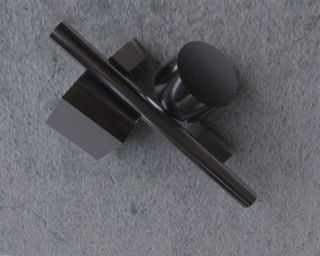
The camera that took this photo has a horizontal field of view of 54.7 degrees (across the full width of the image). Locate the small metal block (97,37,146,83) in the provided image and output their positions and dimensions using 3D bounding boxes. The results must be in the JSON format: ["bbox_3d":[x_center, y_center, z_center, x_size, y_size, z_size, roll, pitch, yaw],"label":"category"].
[{"bbox_3d":[-0.044,-0.080,0.368,0.050,0.050,0.025,-37,106,12],"label":"small metal block"}]

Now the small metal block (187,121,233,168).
[{"bbox_3d":[0.062,0.018,0.402,0.050,0.050,0.025,39,105,-14],"label":"small metal block"}]

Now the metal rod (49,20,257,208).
[{"bbox_3d":[0.003,-0.005,0.356,0.300,0.025,0.025,41,105,-14],"label":"metal rod"}]

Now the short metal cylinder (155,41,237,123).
[{"bbox_3d":[0.041,-0.052,0.357,0.080,0.080,0.050,37,147,-13],"label":"short metal cylinder"}]

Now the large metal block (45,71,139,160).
[{"bbox_3d":[-0.080,-0.013,0.373,0.080,0.050,0.080,39,146,-14],"label":"large metal block"}]
